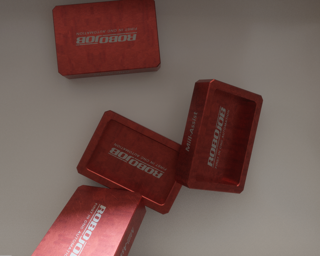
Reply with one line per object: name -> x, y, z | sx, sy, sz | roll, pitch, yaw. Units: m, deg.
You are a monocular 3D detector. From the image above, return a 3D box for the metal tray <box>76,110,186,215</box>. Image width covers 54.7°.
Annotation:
metal tray -> -0.030, 0.044, 0.408 | 0.131, 0.030, 0.090 | 26, 90, -1

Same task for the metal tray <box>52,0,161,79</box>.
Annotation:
metal tray -> -0.068, -0.117, 0.408 | 0.131, 0.030, 0.089 | -5, 90, -1

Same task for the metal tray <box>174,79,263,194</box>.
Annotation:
metal tray -> 0.075, 0.012, 0.389 | 0.091, 0.030, 0.129 | 13, 90, -30

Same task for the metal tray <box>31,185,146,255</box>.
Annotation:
metal tray -> -0.080, 0.126, 0.350 | 0.090, 0.130, 0.030 | 4, 127, 19
